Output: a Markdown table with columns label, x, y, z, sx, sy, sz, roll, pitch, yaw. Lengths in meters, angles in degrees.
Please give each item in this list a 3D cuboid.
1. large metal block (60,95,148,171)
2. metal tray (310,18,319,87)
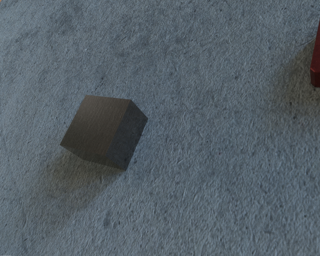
| label | x | y | z | sx | sy | sz | roll | pitch | yaw |
| --- | --- | --- | --- | --- | --- | --- | --- | --- | --- |
| large metal block | -0.075 | 0.005 | 0.422 | 0.080 | 0.050 | 0.080 | 9 | 66 | 31 |
| metal tray | 0.238 | -0.086 | 0.328 | 0.130 | 0.030 | 0.090 | 7 | 65 | 31 |
